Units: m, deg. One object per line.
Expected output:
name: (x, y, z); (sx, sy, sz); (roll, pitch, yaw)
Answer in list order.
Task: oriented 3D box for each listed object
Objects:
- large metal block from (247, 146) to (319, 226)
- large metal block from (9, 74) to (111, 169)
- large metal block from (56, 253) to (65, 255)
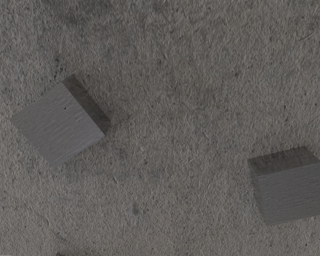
large metal block: (0.174, 0.079, 0.427); (0.080, 0.050, 0.080); (-14, 110, 5)
large metal block: (-0.122, -0.009, 0.392); (0.080, 0.050, 0.080); (-33, 107, 11)
large metal block: (-0.147, 0.258, 0.490); (0.080, 0.050, 0.080); (26, 108, -10)
